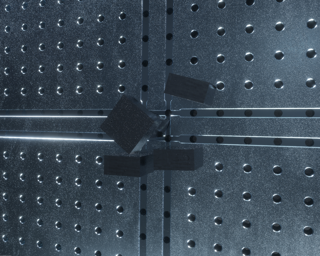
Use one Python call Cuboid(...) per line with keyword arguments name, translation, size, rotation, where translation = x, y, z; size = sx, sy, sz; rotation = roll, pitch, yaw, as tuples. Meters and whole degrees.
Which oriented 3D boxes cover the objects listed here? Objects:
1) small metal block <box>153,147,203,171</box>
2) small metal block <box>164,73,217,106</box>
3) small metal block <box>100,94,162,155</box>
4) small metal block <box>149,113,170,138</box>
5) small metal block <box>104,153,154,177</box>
Cuboid(name="small metal block", translation=(0.024, 0.037, 0.390), size=(0.050, 0.050, 0.025), rotation=(-1, 90, 19))
Cuboid(name="small metal block", translation=(0.039, -0.047, 0.385), size=(0.050, 0.050, 0.025), rotation=(17, 96, 19))
Cuboid(name="small metal block", translation=(-0.035, -0.004, 0.371), size=(0.050, 0.025, 0.050), rotation=(41, 103, 15))
Cuboid(name="small metal block", translation=(-0.021, -0.009, 0.406), size=(0.050, 0.050, 0.025), rotation=(24, 98, 18))
Cuboid(name="small metal block", translation=(-0.040, 0.047, 0.412), size=(0.050, 0.050, 0.025), rotation=(1, 91, 19))
